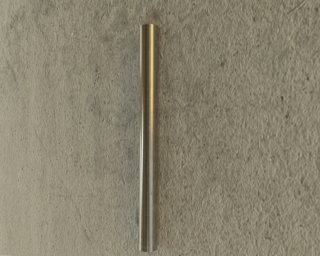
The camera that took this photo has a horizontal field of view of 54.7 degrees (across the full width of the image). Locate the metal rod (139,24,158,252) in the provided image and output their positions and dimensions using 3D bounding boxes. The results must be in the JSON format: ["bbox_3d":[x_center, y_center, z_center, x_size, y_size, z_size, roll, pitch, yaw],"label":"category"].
[{"bbox_3d":[-0.015,0.013,0.417,0.025,0.025,0.298,0,90,39],"label":"metal rod"}]
